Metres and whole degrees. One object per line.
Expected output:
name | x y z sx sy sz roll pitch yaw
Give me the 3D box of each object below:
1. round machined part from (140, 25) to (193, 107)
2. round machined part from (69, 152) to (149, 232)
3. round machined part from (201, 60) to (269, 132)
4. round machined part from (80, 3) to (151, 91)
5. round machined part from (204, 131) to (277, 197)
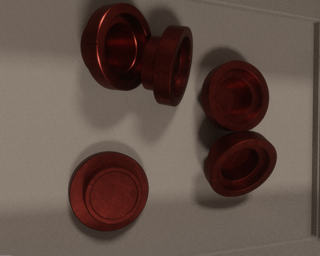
round machined part | 0.008 -0.078 0.386 0.042 0.098 0.098 12 85 15
round machined part | -0.060 0.079 0.380 0.099 0.042 0.097 0 90 -21
round machined part | 0.101 -0.043 0.440 0.099 0.042 0.097 0 89 -21
round machined part | -0.054 -0.094 0.365 0.099 0.042 0.097 -20 114 -53
round machined part | 0.106 0.045 0.427 0.099 0.042 0.097 -9 124 -14
